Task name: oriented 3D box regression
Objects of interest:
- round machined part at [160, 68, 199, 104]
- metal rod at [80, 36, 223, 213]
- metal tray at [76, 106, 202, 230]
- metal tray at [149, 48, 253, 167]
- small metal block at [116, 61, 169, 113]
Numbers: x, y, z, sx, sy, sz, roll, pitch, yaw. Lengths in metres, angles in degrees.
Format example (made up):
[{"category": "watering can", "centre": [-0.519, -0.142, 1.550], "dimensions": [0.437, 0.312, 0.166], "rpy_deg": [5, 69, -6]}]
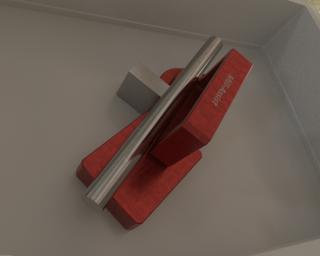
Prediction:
[{"category": "round machined part", "centre": [0.043, -0.048, 0.446], "dimensions": [0.099, 0.042, 0.098], "rpy_deg": [14, 56, -21]}, {"category": "metal rod", "centre": [0.009, -0.027, 0.377], "dimensions": [0.025, 0.025, 0.301], "rpy_deg": [39, 55, -3]}, {"category": "metal tray", "centre": [-0.019, 0.041, 0.366], "dimensions": [0.090, 0.030, 0.131], "rpy_deg": [46, 51, 4]}, {"category": "metal tray", "centre": [0.047, -0.023, 0.354], "dimensions": [0.030, 0.090, 0.130], "rpy_deg": [39, 57, -6]}, {"category": "small metal block", "centre": [-0.023, -0.050, 0.407], "dimensions": [0.050, 0.050, 0.025], "rpy_deg": [39, 51, -3]}]
